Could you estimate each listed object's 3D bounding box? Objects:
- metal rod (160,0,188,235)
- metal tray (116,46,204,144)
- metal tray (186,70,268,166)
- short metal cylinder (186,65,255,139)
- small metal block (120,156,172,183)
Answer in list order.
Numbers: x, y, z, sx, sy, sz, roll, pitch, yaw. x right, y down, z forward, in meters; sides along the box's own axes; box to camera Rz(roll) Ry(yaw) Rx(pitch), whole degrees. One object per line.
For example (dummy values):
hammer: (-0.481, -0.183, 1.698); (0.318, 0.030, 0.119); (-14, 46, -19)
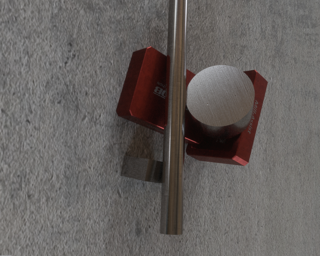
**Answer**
metal rod: (0.019, -0.030, 0.373); (0.025, 0.025, 0.299); (14, 72, -40)
metal tray: (0.013, -0.039, 0.415); (0.131, 0.030, 0.090); (23, 75, -38)
metal tray: (0.095, -0.015, 0.446); (0.030, 0.090, 0.130); (29, 72, -37)
short metal cylinder: (0.076, -0.031, 0.388); (0.050, 0.080, 0.080); (54, 51, -66)
small metal block: (-0.012, 0.052, 0.381); (0.050, 0.050, 0.025); (16, 80, -39)
